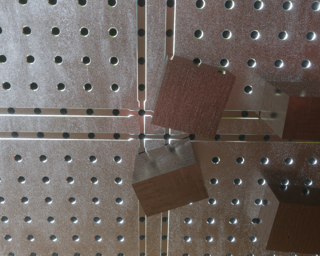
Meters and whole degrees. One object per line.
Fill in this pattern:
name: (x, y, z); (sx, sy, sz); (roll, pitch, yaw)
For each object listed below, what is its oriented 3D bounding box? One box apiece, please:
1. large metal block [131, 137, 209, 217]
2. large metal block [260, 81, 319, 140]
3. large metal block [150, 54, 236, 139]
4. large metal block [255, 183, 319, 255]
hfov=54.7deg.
large metal block: (0.012, 0.062, 0.407); (0.080, 0.080, 0.050); (-19, 109, 6)
large metal block: (0.178, -0.023, 0.378); (0.081, 0.080, 0.050); (2, 110, -1)
large metal block: (0.038, -0.040, 0.386); (0.081, 0.050, 0.079); (14, 109, -6)
large metal block: (0.194, 0.132, 0.452); (0.081, 0.050, 0.079); (6, 110, -3)
